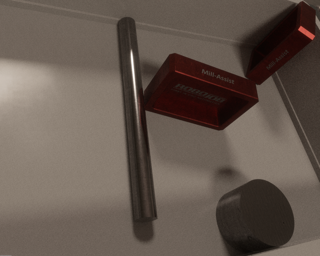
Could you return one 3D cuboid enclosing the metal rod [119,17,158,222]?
[{"bbox_3d":[-0.033,-0.031,0.407,0.025,0.025,0.299,7,59,-25],"label":"metal rod"}]

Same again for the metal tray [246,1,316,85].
[{"bbox_3d":[0.209,-0.145,0.543,0.030,0.129,0.090,31,52,-9],"label":"metal tray"}]

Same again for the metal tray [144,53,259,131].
[{"bbox_3d":[0.054,-0.043,0.420,0.131,0.090,0.030,15,56,-21],"label":"metal tray"}]

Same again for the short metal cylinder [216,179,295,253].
[{"bbox_3d":[0.118,0.111,0.388,0.081,0.050,0.080,14,56,-21],"label":"short metal cylinder"}]
